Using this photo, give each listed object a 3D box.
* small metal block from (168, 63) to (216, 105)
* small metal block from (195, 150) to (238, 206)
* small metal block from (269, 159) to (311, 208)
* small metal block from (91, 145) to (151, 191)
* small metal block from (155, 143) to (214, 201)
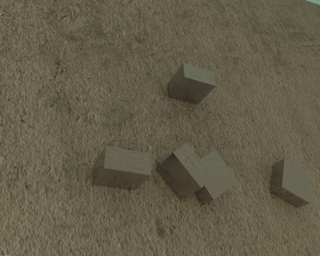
[{"bbox_3d":[0.045,-0.063,0.450,0.050,0.050,0.025,12,57,-22],"label":"small metal block"},{"bbox_3d":[0.064,0.063,0.399,0.050,0.025,0.050,-24,75,-37],"label":"small metal block"},{"bbox_3d":[0.193,0.082,0.457,0.050,0.025,0.050,30,52,-9],"label":"small metal block"},{"bbox_3d":[-0.042,0.045,0.337,0.050,0.050,0.025,13,57,-21],"label":"small metal block"},{"bbox_3d":[0.028,0.053,0.370,0.025,0.050,0.050,-32,80,-38],"label":"small metal block"}]
